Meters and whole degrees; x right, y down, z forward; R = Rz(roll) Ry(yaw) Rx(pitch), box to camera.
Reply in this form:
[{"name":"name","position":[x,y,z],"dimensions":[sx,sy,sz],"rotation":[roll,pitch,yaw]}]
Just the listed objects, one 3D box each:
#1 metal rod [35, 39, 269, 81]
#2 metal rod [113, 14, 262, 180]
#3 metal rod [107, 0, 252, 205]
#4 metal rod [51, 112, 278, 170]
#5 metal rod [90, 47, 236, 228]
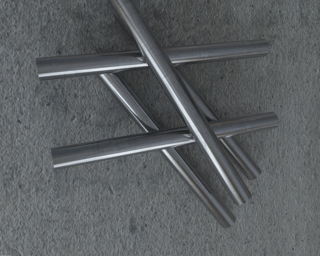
[{"name":"metal rod","position":[0.007,-0.089,0.387],"dimensions":[0.303,0.025,0.025],"rotation":[-10,94,-20]},{"name":"metal rod","position":[0.046,-0.040,0.428],"dimensions":[0.025,0.025,0.300],"rotation":[-45,104,-15]},{"name":"metal rod","position":[0.027,-0.032,0.368],"dimensions":[0.025,0.025,0.299],"rotation":[-37,102,-17]},{"name":"metal rod","position":[0.022,0.011,0.393],"dimensions":[0.303,0.025,0.025],"rotation":[-9,93,-20]},{"name":"metal rod","position":[0.007,0.022,0.413],"dimensions":[0.025,0.025,0.300],"rotation":[-43,104,-15]}]
